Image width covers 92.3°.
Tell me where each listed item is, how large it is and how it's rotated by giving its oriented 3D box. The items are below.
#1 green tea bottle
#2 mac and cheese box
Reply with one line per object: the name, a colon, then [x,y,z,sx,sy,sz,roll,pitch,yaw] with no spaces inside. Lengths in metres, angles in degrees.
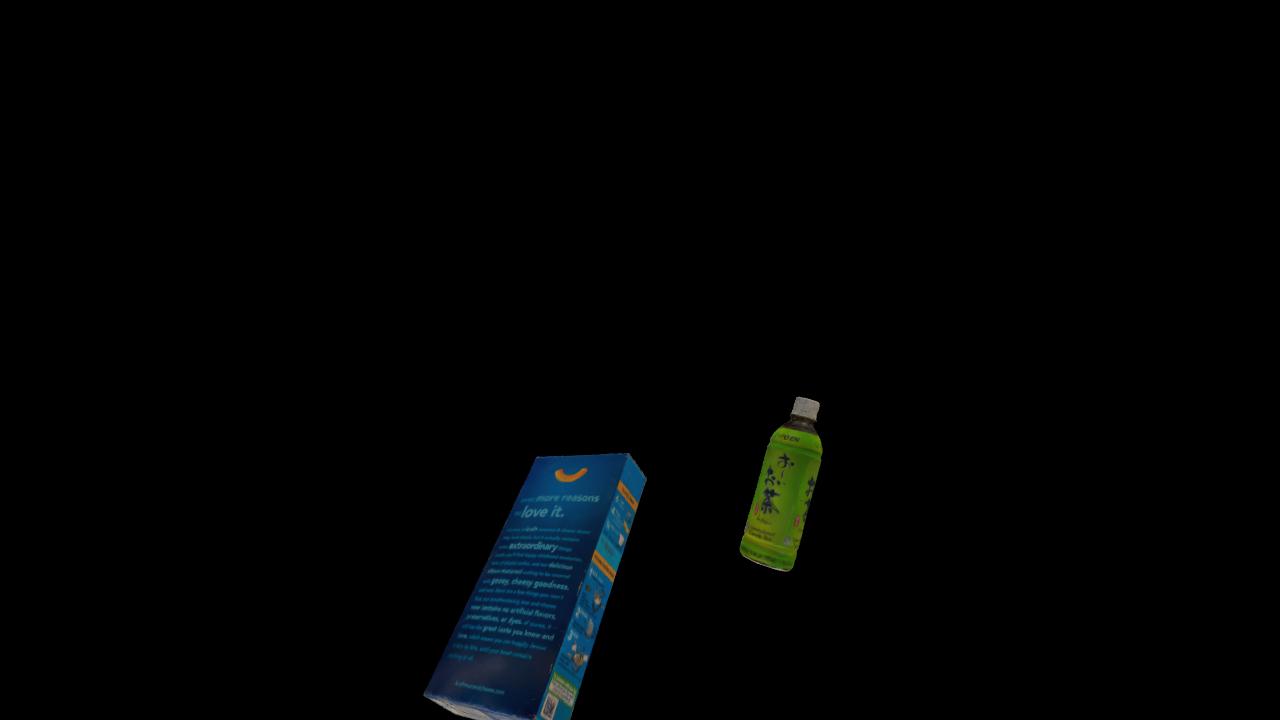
green tea bottle: [0.184,0.151,0.773,0.073,0.212,0.073,15,-7,2]
mac and cheese box: [-0.064,0.150,0.427,0.093,0.184,0.041,-8,-49,31]
